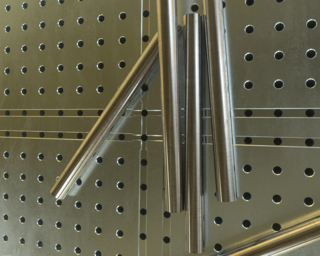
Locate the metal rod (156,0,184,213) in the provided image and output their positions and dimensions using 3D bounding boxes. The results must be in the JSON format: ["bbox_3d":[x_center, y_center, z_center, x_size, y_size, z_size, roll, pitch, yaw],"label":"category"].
[{"bbox_3d":[0.013,-0.042,0.390,0.025,0.025,0.298,-1,96,19],"label":"metal rod"}]

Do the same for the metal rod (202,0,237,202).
[{"bbox_3d":[0.073,-0.060,0.386,0.025,0.025,0.298,-4,89,19],"label":"metal rod"}]

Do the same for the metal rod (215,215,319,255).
[{"bbox_3d":[0.135,0.138,0.364,0.300,0.025,0.025,-29,81,17],"label":"metal rod"}]

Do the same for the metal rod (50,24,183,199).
[{"bbox_3d":[-0.067,-0.020,0.434,0.025,0.025,0.299,39,102,15],"label":"metal rod"}]

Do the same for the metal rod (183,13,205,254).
[{"bbox_3d":[0.043,0.006,0.396,0.025,0.025,0.298,-1,90,19],"label":"metal rod"}]
